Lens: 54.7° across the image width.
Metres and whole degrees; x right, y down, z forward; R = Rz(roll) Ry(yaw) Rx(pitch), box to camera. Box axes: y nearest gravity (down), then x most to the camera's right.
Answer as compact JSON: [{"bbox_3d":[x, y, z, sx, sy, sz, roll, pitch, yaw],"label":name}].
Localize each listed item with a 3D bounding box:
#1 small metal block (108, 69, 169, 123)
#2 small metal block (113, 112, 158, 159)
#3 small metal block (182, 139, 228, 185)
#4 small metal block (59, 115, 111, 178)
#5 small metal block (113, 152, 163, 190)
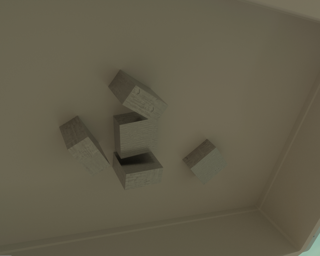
[{"bbox_3d":[-0.026,-0.037,0.357,0.050,0.050,0.025,29,102,-38],"label":"small metal block"},{"bbox_3d":[-0.031,0.007,0.397,0.050,0.025,0.050,-12,124,-22],"label":"small metal block"},{"bbox_3d":[0.071,0.053,0.483,0.050,0.025,0.050,-40,130,-1],"label":"small metal block"},{"bbox_3d":[-0.087,0.021,0.359,0.025,0.050,0.050,-34,129,-7],"label":"small metal block"},{"bbox_3d":[-0.030,0.052,0.410,0.050,0.050,0.025,-7,122,-25],"label":"small metal block"}]
